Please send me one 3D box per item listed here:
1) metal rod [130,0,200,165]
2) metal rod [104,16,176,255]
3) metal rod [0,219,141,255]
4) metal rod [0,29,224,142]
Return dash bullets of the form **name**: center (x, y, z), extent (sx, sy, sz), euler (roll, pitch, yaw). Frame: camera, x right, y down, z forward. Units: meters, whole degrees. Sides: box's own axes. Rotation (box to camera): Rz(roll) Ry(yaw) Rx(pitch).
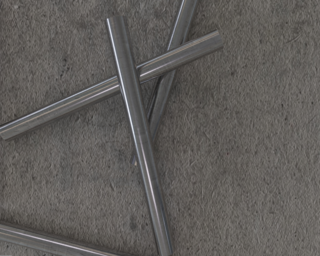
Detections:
- **metal rod**: center (0.016, -0.094, 0.409), extent (0.025, 0.025, 0.298), euler (17, 90, 0)
- **metal rod**: center (-0.021, 0.019, 0.380), extent (0.025, 0.025, 0.298), euler (-12, 102, 0)
- **metal rod**: center (-0.090, 0.166, 0.409), extent (0.302, 0.025, 0.025), euler (15, 90, 0)
- **metal rod**: center (-0.066, -0.051, 0.392), extent (0.301, 0.025, 0.025), euler (-23, 90, 6)
